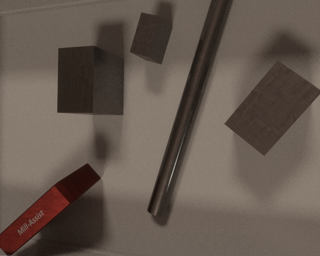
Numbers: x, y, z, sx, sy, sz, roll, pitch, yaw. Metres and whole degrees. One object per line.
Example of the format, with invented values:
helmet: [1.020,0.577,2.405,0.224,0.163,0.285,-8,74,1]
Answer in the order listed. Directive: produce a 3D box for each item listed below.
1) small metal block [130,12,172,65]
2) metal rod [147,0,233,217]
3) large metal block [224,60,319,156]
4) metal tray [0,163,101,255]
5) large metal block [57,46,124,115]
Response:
small metal block: [-0.010,-0.114,0.400,0.025,0.050,0.050,19,96,19]
metal rod: [0.038,-0.030,0.396,0.025,0.025,0.298,19,96,18]
large metal block: [0.121,-0.019,0.338,0.050,0.080,0.080,41,103,15]
metal tray: [-0.150,0.109,0.425,0.130,0.090,0.030,-41,89,15]
large metal block: [-0.089,-0.058,0.411,0.050,0.080,0.079,1,91,20]
